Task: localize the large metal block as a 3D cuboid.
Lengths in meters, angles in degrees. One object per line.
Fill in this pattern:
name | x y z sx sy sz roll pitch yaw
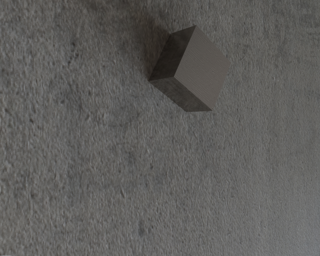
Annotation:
large metal block | 0.042 -0.077 0.423 0.080 0.050 0.080 36 68 -34
